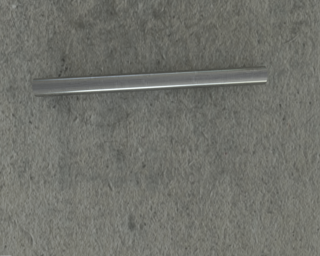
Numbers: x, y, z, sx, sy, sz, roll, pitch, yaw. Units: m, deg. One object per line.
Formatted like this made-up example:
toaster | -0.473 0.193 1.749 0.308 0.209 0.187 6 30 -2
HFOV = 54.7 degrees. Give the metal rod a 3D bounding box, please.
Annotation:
metal rod | -0.012 -0.062 0.409 0.302 0.025 0.025 -3 90 -1
